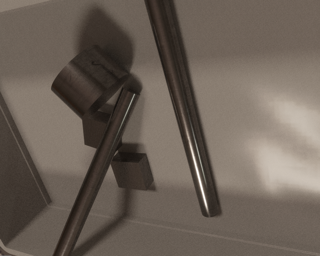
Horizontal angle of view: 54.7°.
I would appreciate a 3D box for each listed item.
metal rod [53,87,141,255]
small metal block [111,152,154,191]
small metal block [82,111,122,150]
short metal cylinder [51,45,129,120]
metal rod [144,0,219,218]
[{"bbox_3d":[-0.098,0.084,0.434,0.025,0.025,0.298,27,104,11],"label":"metal rod"},{"bbox_3d":[-0.042,0.065,0.470,0.050,0.025,0.050,0,119,27],"label":"small metal block"},{"bbox_3d":[-0.084,0.005,0.454,0.050,0.025,0.050,16,125,18],"label":"small metal block"},{"bbox_3d":[-0.085,-0.055,0.382,0.050,0.080,0.080,45,129,-3],"label":"short metal cylinder"},{"bbox_3d":[0.033,-0.011,0.383,0.025,0.025,0.298,-2,118,29],"label":"metal rod"}]
